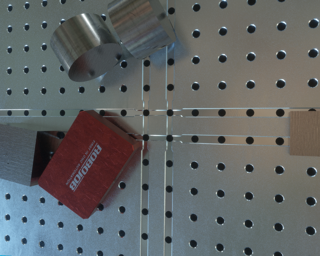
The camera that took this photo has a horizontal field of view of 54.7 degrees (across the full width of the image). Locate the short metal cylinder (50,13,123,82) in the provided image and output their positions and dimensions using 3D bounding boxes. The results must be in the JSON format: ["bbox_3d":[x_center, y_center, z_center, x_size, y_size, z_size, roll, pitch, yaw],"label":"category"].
[{"bbox_3d":[-0.098,-0.107,0.418,0.080,0.080,0.050,-36,79,16],"label":"short metal cylinder"}]

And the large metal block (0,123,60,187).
[{"bbox_3d":[-0.206,0.037,0.472,0.080,0.050,0.079,10,93,20],"label":"large metal block"}]

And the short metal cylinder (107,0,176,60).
[{"bbox_3d":[-0.021,-0.133,0.391,0.050,0.080,0.080,-25,82,18],"label":"short metal cylinder"}]

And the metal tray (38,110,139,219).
[{"bbox_3d":[-0.101,0.051,0.437,0.090,0.030,0.129,35,101,6],"label":"metal tray"}]

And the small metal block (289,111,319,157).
[{"bbox_3d":[0.174,0.006,0.351,0.050,0.025,0.050,1,90,20],"label":"small metal block"}]
